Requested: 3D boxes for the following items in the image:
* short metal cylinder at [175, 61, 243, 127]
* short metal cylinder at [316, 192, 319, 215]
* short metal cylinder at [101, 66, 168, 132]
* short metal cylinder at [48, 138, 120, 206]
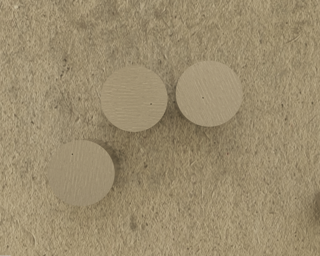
[{"bbox_3d":[0.059,-0.042,0.398,0.081,0.050,0.080,0,90,0],"label":"short metal cylinder"},{"bbox_3d":[0.243,0.106,0.384,0.080,0.080,0.050,-13,90,0],"label":"short metal cylinder"},{"bbox_3d":[-0.031,-0.035,0.397,0.081,0.050,0.080,0,90,0],"label":"short metal cylinder"},{"bbox_3d":[-0.095,0.054,0.397,0.081,0.050,0.080,0,90,0],"label":"short metal cylinder"}]
